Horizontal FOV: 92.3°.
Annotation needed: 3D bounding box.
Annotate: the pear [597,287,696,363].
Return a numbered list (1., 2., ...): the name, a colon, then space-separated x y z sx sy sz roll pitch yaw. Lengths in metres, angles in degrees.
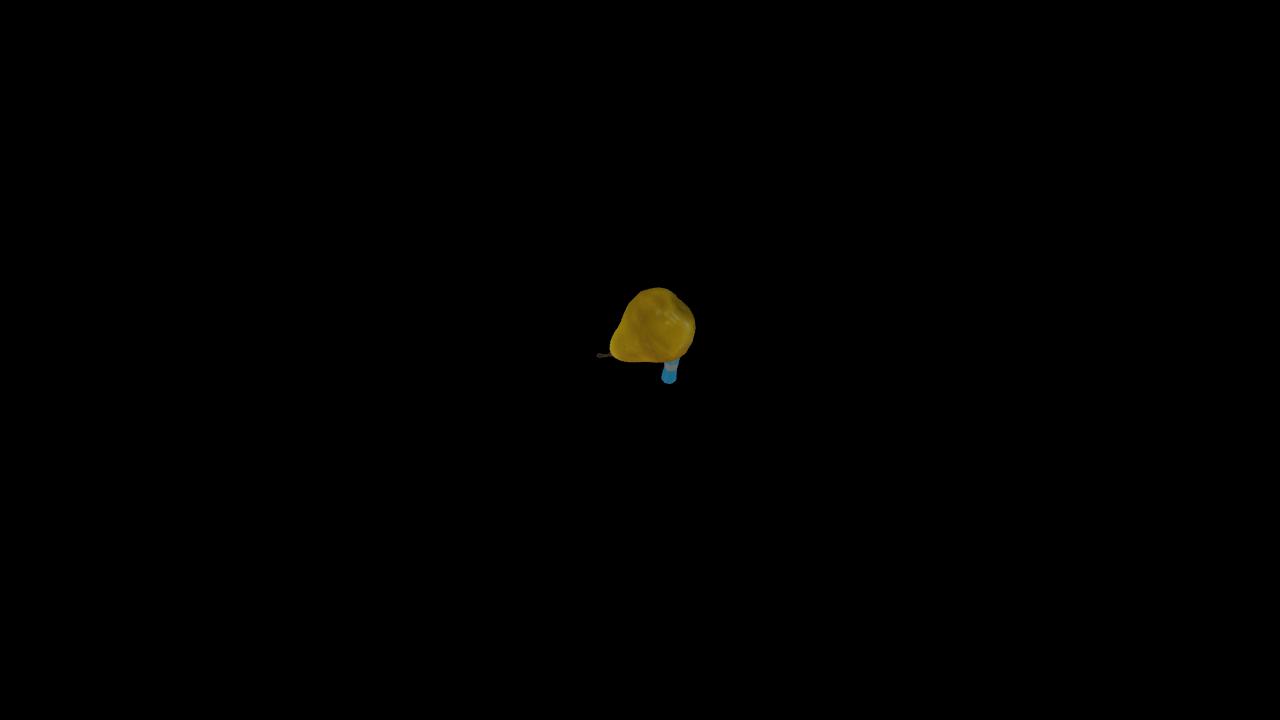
1. pear: 0.004 -0.022 0.656 0.111 0.080 0.080 -42 -20 24

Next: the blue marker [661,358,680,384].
1. blue marker: 0.039 -0.012 0.714 0.020 0.020 0.121 0 -39 -5
